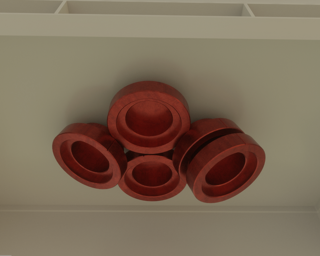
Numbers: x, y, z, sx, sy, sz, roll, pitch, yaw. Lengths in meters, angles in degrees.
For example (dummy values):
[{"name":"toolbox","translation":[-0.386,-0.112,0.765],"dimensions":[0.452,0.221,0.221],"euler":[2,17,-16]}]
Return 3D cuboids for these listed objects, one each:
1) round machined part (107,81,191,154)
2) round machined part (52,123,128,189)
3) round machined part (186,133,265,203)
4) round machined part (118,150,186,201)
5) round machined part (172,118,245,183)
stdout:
[{"name":"round machined part","translation":[-0.013,-0.017,0.380],"dimensions":[0.099,0.042,0.097],"euler":[0,130,0]},{"name":"round machined part","translation":[-0.087,0.032,0.408],"dimensions":[0.098,0.042,0.097],"euler":[13,132,16]},{"name":"round machined part","translation":[0.076,0.044,0.383],"dimensions":[0.099,0.042,0.097],"euler":[-15,132,-17]},{"name":"round machined part","translation":[-0.011,0.059,0.445],"dimensions":[0.099,0.042,0.097],"euler":[0,130,0]},{"name":"round machined part","translation":[0.061,0.026,0.405],"dimensions":[0.099,0.042,0.097],"euler":[-15,132,-17]}]
